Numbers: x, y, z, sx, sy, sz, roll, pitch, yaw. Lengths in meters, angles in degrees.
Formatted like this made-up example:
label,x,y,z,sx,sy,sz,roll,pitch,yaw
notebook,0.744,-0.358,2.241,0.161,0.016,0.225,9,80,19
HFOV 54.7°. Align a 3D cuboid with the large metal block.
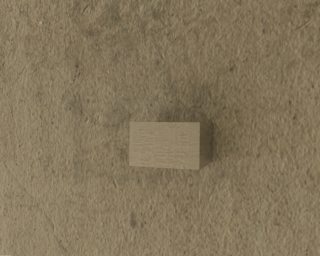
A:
label,x,y,z,sx,sy,sz,roll,pitch,yaw
large metal block,0.017,0.018,0.373,0.080,0.080,0.050,1,91,19
